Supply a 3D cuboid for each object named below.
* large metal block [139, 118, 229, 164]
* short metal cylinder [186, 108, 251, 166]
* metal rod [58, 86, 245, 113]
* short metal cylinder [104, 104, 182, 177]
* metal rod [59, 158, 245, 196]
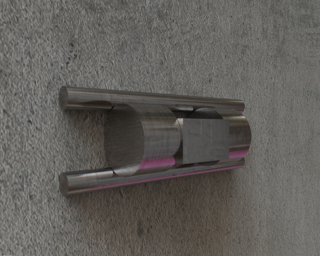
[{"bbox_3d":[0.030,0.014,0.392,0.081,0.080,0.050,0,90,-40],"label":"large metal block"},{"bbox_3d":[0.080,0.012,0.436,0.050,0.080,0.079,-1,91,-40],"label":"short metal cylinder"},{"bbox_3d":[0.015,-0.033,0.419,0.302,0.025,0.025,-1,91,-40],"label":"metal rod"},{"bbox_3d":[-0.022,0.013,0.352,0.050,0.080,0.079,-1,91,-40],"label":"short metal cylinder"},{"bbox_3d":[0.015,0.057,0.419,0.302,0.025,0.025,-1,91,-40],"label":"metal rod"}]
